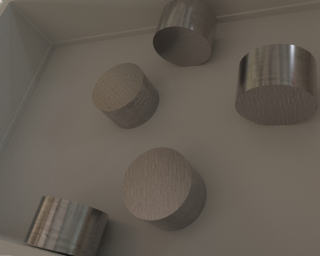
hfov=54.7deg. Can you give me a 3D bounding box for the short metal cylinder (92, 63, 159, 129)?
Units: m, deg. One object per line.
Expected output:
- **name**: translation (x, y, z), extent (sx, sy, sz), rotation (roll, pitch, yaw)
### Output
- **short metal cylinder**: translation (-0.048, -0.045, 0.441), extent (0.080, 0.050, 0.080), rotation (-13, 56, 20)

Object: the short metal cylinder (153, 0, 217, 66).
- **short metal cylinder**: translation (0.035, -0.131, 0.431), extent (0.080, 0.080, 0.050), rotation (1, 63, 28)

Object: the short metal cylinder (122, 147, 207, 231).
- **short metal cylinder**: translation (0.005, 0.068, 0.344), extent (0.080, 0.050, 0.080), rotation (-13, 56, 20)

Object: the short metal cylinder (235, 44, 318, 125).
- **short metal cylinder**: translation (0.124, -0.044, 0.332), extent (0.080, 0.080, 0.050), rotation (-2, 61, 27)

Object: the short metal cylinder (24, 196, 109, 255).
- **short metal cylinder**: translation (-0.104, 0.115, 0.353), extent (0.080, 0.080, 0.050), rotation (1, 62, 28)
